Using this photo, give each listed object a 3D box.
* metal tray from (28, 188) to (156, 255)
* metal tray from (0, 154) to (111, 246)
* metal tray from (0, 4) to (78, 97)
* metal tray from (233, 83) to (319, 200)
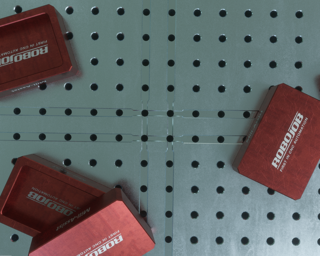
[{"bbox_3d":[-0.084,0.146,0.393,0.130,0.030,0.090,-31,112,-1],"label":"metal tray"},{"bbox_3d":[-0.138,0.101,0.410,0.130,0.030,0.090,24,90,0],"label":"metal tray"},{"bbox_3d":[-0.186,-0.098,0.409,0.131,0.030,0.090,-17,90,0],"label":"metal tray"},{"bbox_3d":[0.166,0.018,0.412,0.090,0.030,0.130,26,90,0],"label":"metal tray"}]
